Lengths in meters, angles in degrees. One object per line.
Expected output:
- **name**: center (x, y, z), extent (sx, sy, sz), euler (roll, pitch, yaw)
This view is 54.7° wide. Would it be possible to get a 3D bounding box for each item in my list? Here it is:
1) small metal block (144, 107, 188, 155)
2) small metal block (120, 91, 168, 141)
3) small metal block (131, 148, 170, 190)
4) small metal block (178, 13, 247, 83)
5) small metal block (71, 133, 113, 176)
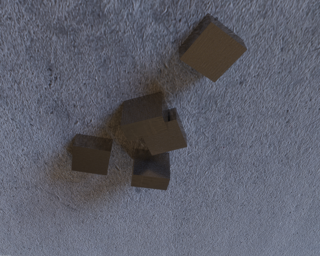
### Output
- **small metal block**: center (0.005, 0.005, 0.412), extent (0.050, 0.025, 0.050), euler (-15, 129, 12)
- **small metal block**: center (-0.018, -0.015, 0.378), extent (0.050, 0.050, 0.025), euler (-13, 129, 11)
- **small metal block**: center (-0.013, 0.058, 0.440), extent (0.050, 0.050, 0.025), euler (8, 130, -7)
- **small metal block**: center (0.056, -0.085, 0.335), extent (0.050, 0.025, 0.050), euler (29, 124, -23)
- **small metal block**: center (-0.096, 0.038, 0.439), extent (0.050, 0.025, 0.050), euler (10, 130, -9)
